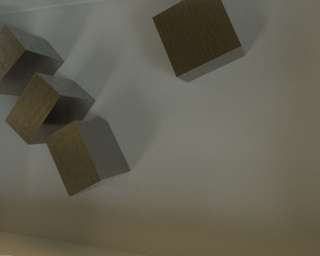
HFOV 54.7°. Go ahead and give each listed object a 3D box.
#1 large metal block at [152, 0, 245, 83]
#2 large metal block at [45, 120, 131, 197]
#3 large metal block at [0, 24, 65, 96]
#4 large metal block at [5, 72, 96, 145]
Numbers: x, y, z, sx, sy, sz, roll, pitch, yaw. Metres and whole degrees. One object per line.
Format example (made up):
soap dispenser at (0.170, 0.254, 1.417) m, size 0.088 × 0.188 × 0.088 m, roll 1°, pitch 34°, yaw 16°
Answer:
large metal block at (0.049, -0.112, 0.380) m, size 0.080 × 0.050 × 0.080 m, roll -24°, pitch 82°, yaw 18°
large metal block at (-0.093, 0.037, 0.414) m, size 0.050 × 0.080 × 0.080 m, roll -29°, pitch 81°, yaw 18°
large metal block at (-0.204, -0.093, 0.453) m, size 0.080 × 0.080 × 0.050 m, roll -44°, pitch 76°, yaw 15°
large metal block at (-0.150, -0.025, 0.434) m, size 0.050 × 0.080 × 0.080 m, roll 41°, pitch 103°, yaw 15°
